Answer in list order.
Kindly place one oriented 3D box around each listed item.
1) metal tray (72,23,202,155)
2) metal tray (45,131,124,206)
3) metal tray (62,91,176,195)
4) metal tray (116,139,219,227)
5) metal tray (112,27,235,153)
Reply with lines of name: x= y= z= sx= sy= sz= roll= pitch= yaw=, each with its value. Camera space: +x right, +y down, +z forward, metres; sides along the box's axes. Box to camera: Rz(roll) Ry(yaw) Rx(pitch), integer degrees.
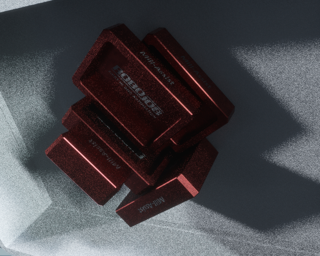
metal tray: x=-0.029 y=-0.040 z=0.353 sx=0.130 sy=0.030 sz=0.090 roll=45 pitch=129 yaw=-3
metal tray: x=-0.083 y=0.039 z=0.406 sx=0.090 sy=0.130 sz=0.030 roll=45 pitch=99 yaw=-3
metal tray: x=-0.045 y=0.009 z=0.391 sx=0.130 sy=0.090 sz=0.030 roll=45 pitch=129 yaw=-3
metal tray: x=0.008 y=0.070 z=0.402 sx=0.030 sy=0.090 sz=0.129 roll=49 pitch=128 yaw=-6
metal tray: x=0.013 y=-0.041 z=0.372 sx=0.130 sy=0.030 sz=0.090 roll=48 pitch=130 yaw=-5
